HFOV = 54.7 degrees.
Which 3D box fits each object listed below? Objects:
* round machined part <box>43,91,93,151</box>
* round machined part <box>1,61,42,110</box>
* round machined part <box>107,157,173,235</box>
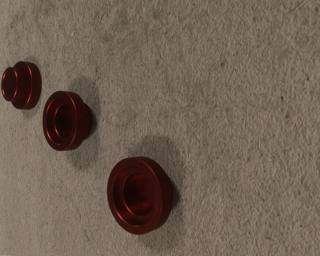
[{"bbox_3d":[-0.150,-0.011,0.514,0.098,0.042,0.097,0,90,39],"label":"round machined part"},{"bbox_3d":[-0.284,-0.086,0.624,0.098,0.042,0.097,0,90,39],"label":"round machined part"},{"bbox_3d":[-0.022,0.086,0.410,0.098,0.042,0.097,0,90,39],"label":"round machined part"}]
